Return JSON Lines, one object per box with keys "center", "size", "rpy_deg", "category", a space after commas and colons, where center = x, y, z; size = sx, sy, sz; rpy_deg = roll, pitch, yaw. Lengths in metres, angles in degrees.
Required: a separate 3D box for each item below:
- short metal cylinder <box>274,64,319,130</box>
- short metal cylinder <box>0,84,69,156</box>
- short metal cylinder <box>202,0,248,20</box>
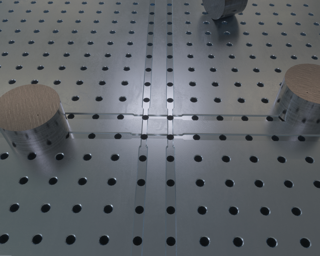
{"center": [0.207, -0.044, 0.430], "size": [0.081, 0.050, 0.080], "rpy_deg": [0, 50, 0], "category": "short metal cylinder"}
{"center": [-0.164, -0.011, 0.399], "size": [0.081, 0.050, 0.080], "rpy_deg": [0, 50, 0], "category": "short metal cylinder"}
{"center": [0.121, -0.251, 0.584], "size": [0.050, 0.080, 0.080], "rpy_deg": [-20, 53, -16], "category": "short metal cylinder"}
